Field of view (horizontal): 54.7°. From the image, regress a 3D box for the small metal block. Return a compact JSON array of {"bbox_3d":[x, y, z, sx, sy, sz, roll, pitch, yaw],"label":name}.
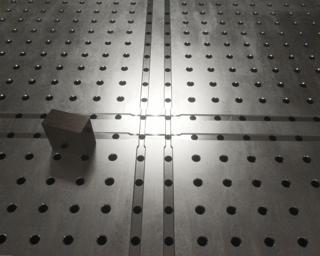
[{"bbox_3d":[-0.111,0.007,0.384,0.050,0.050,0.025,13,51,10],"label":"small metal block"}]
